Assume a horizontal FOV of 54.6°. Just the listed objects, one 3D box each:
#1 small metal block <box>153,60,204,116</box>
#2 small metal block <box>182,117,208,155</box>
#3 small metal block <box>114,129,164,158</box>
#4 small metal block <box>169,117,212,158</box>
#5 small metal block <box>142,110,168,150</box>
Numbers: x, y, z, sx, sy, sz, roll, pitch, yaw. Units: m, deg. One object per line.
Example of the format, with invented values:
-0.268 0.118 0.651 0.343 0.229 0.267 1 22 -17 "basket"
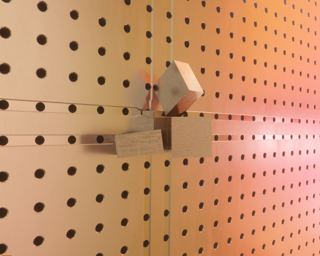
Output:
0.022 -0.049 0.397 0.025 0.050 0.050 4 52 -39 "small metal block"
0.050 0.012 0.436 0.050 0.025 0.050 7 85 -71 "small metal block"
-0.024 0.017 0.358 0.050 0.050 0.025 -7 89 -5 "small metal block"
0.038 0.011 0.392 0.050 0.025 0.050 0 90 -7 "small metal block"
0.004 0.003 0.411 0.050 0.025 0.050 3 88 -40 "small metal block"
